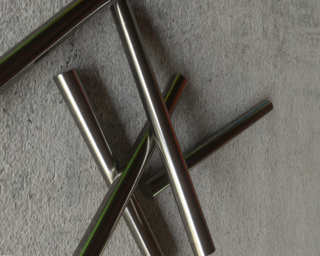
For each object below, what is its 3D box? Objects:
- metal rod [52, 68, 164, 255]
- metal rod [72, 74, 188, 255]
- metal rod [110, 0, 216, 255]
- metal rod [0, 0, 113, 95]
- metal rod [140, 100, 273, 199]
[{"bbox_3d":[-0.045,0.074,0.366,0.025,0.025,0.299,-35,112,-34],"label":"metal rod"},{"bbox_3d":[-0.031,0.048,0.346,0.025,0.025,0.300,48,52,-29],"label":"metal rod"},{"bbox_3d":[0.001,-0.003,0.354,0.025,0.025,0.299,-15,84,-39],"label":"metal rod"},{"bbox_3d":[-0.096,-0.112,0.323,0.301,0.025,0.025,-52,121,-27],"label":"metal rod"},{"bbox_3d":[0.089,0.019,0.479,0.302,0.025,0.025,-29,109,-36],"label":"metal rod"}]
